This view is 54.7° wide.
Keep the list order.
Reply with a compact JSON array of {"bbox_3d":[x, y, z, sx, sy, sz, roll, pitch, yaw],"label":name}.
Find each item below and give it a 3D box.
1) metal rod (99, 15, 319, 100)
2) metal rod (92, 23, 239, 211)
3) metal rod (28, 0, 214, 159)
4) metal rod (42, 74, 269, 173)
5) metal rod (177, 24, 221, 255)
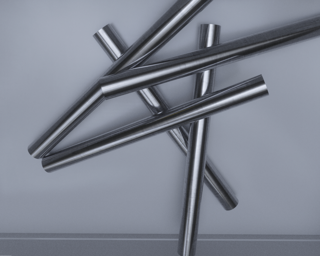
[{"bbox_3d":[0.081,-0.086,0.352,0.302,0.025,0.025,-17,110,-6],"label":"metal rod"},{"bbox_3d":[0.017,-0.003,0.410,0.025,0.025,0.300,-34,107,11],"label":"metal rod"},{"bbox_3d":[-0.060,-0.055,0.366,0.299,0.025,0.025,-38,106,22],"label":"metal rod"},{"bbox_3d":[-0.020,0.001,0.383,0.300,0.025,0.025,-20,110,18],"label":"metal rod"},{"bbox_3d":[0.048,0.024,0.396,0.025,0.025,0.298,4,101,-2],"label":"metal rod"}]
